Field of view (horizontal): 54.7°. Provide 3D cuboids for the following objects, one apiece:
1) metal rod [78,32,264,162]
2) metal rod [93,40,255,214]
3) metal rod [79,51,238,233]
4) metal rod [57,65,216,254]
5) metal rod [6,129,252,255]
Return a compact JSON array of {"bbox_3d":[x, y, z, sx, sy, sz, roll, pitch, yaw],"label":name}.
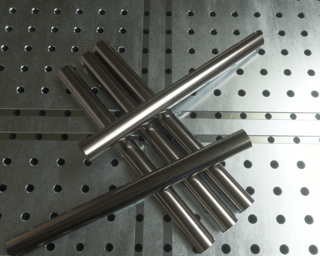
[{"bbox_3d":[0.029,-0.051,0.409,0.302,0.025,0.025,-34,74,-20],"label":"metal rod"},{"bbox_3d":[0.009,-0.011,0.416,0.025,0.025,0.300,-39,75,-13],"label":"metal rod"},{"bbox_3d":[-0.011,0.008,0.408,0.025,0.025,0.300,-37,75,-13],"label":"metal rod"},{"bbox_3d":[-0.039,0.030,0.400,0.025,0.025,0.300,-37,75,-13],"label":"metal rod"},{"bbox_3d":[-0.035,0.076,0.361,0.301,0.025,0.025,-25,72,-1],"label":"metal rod"}]
